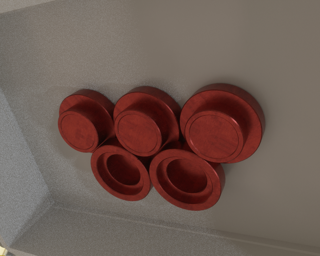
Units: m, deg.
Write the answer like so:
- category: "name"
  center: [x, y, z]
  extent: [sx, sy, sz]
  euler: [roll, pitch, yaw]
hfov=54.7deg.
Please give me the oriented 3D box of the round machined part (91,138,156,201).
- category: "round machined part"
  center: [-0.049, 0.056, 0.456]
  extent: [0.098, 0.042, 0.097]
  euler: [13, 124, 21]

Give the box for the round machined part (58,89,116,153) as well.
- category: "round machined part"
  center: [-0.107, -0.003, 0.449]
  extent: [0.098, 0.042, 0.097]
  euler: [12, 123, 20]

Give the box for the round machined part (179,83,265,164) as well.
- category: "round machined part"
  center: [0.068, 0.001, 0.359]
  extent: [0.098, 0.042, 0.097]
  euler: [13, 123, 21]

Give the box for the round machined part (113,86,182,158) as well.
- category: "round machined part"
  center: [-0.020, -0.002, 0.404]
  extent: [0.098, 0.042, 0.097]
  euler: [13, 123, 21]

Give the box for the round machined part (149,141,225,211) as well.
- category: "round machined part"
  center: [0.039, 0.059, 0.411]
  extent: [0.098, 0.042, 0.097]
  euler: [13, 124, 21]
